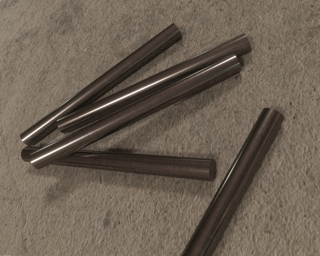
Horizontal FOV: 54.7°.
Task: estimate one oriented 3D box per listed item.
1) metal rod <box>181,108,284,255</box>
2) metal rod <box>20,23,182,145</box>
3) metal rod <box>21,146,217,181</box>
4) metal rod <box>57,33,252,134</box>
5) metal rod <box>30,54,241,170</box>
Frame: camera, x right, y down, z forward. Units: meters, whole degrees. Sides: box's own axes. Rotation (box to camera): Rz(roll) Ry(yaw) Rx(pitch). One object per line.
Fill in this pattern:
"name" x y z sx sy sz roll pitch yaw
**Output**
"metal rod" 0.048 0.107 0.312 0.025 0.025 0.300 23 74 36
"metal rod" -0.095 -0.067 0.492 0.300 0.025 0.025 -35 52 4
"metal rod" -0.074 0.044 0.414 0.300 0.025 0.025 1 62 28
"metal rod" -0.018 -0.059 0.447 0.301 0.025 0.025 -23 54 14
"metal rod" -0.035 -0.020 0.413 0.301 0.025 0.025 -26 53 4
